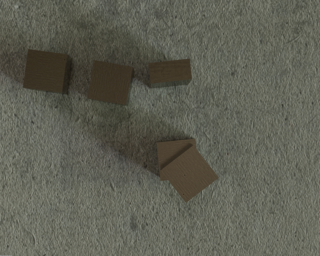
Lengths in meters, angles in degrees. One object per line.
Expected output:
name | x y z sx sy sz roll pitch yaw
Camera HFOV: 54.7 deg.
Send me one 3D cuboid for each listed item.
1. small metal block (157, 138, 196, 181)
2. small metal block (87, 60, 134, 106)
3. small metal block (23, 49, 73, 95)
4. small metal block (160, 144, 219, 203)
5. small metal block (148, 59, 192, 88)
small metal block | 0.023 0.041 0.410 0.050 0.025 0.050 -6 90 0
small metal block | -0.064 -0.058 0.409 0.050 0.025 0.050 10 90 0
small metal block | -0.147 -0.073 0.409 0.050 0.025 0.050 8 90 0
small metal block | 0.036 0.055 0.385 0.050 0.025 0.050 -38 91 0
small metal block | 0.012 -0.069 0.397 0.050 0.050 0.025 -6 90 0
